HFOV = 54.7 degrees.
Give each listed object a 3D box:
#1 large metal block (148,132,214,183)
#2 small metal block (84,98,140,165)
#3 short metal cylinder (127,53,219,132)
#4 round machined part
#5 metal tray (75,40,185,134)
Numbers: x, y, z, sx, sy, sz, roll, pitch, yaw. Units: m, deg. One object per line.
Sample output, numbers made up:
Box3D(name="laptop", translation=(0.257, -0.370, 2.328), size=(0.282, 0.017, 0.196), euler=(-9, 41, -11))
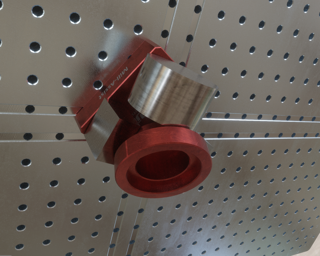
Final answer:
Box3D(name="large metal block", translation=(0.019, 0.033, 0.404), size=(0.080, 0.050, 0.080), euler=(-47, 160, 4))
Box3D(name="small metal block", translation=(-0.052, 0.003, 0.329), size=(0.025, 0.050, 0.050), euler=(21, 107, -36))
Box3D(name="short metal cylinder", translation=(0.013, -0.037, 0.322), size=(0.081, 0.080, 0.050), euler=(14, 111, -34))
Box3D(name="round machined part", translation=(0.001, 0.030, 0.324), size=(0.099, 0.042, 0.097), euler=(-6, 138, -5))
Box3D(name="metal tray", translation=(-0.026, -0.029, 0.378), size=(0.130, 0.030, 0.090), euler=(-47, 130, 4))
